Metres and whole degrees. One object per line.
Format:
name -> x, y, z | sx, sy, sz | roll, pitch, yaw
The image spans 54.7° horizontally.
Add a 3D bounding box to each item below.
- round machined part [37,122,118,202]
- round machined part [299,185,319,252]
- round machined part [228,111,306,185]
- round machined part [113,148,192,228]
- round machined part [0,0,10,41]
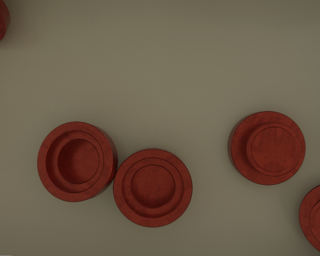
round machined part -> -0.100, 0.043, 0.395 | 0.098, 0.042, 0.097 | -1, 83, 10
round machined part -> 0.224, 0.115, 0.382 | 0.098, 0.042, 0.097 | -3, 85, 33
round machined part -> 0.142, 0.027, 0.404 | 0.099, 0.042, 0.097 | 0, 90, 0
round machined part -> -0.009, 0.074, 0.403 | 0.099, 0.042, 0.097 | 0, 90, 0
round machined part -> -0.236, -0.151, 0.380 | 0.099, 0.098, 0.042 | 3, 61, 0
